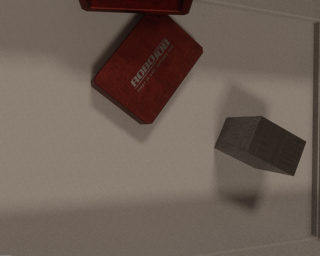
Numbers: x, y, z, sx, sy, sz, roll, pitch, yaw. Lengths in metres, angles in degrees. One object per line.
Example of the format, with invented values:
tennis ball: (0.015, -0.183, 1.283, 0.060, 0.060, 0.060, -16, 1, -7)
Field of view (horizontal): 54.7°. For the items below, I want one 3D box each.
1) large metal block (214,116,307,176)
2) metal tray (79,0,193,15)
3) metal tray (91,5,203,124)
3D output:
large metal block: (0.138, 0.024, 0.434, 0.080, 0.080, 0.050, 26, 81, -19)
metal tray: (-0.027, -0.162, 0.341, 0.131, 0.090, 0.030, 1, 83, -4)
metal tray: (-0.015, -0.080, 0.403, 0.090, 0.030, 0.130, 39, 77, -16)
